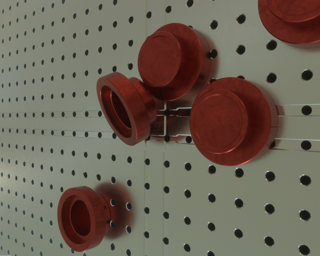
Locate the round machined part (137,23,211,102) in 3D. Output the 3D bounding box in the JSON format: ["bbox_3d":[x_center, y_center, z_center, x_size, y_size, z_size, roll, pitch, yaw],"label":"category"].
[{"bbox_3d":[0.010,-0.082,0.388,0.098,0.042,0.097,0,90,39],"label":"round machined part"}]

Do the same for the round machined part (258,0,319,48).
[{"bbox_3d":[0.137,-0.127,0.285,0.098,0.042,0.097,0,90,39],"label":"round machined part"}]

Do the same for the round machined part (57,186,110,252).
[{"bbox_3d":[-0.117,0.141,0.492,0.098,0.042,0.097,0,90,39],"label":"round machined part"}]

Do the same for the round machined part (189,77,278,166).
[{"bbox_3d":[0.072,-0.007,0.338,0.098,0.042,0.097,0,90,39],"label":"round machined part"}]

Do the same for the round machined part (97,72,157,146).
[{"bbox_3d":[-0.041,-0.029,0.411,0.098,0.042,0.097,43,149,34],"label":"round machined part"}]
